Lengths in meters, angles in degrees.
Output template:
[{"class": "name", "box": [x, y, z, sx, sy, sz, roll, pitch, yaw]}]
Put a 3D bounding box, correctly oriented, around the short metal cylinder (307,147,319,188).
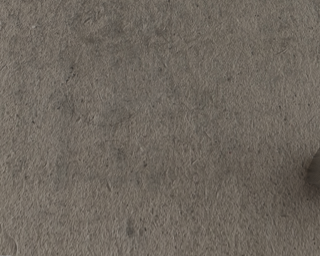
[{"class": "short metal cylinder", "box": [0.220, 0.043, 0.365, 0.050, 0.080, 0.080, 29, 73, 10]}]
